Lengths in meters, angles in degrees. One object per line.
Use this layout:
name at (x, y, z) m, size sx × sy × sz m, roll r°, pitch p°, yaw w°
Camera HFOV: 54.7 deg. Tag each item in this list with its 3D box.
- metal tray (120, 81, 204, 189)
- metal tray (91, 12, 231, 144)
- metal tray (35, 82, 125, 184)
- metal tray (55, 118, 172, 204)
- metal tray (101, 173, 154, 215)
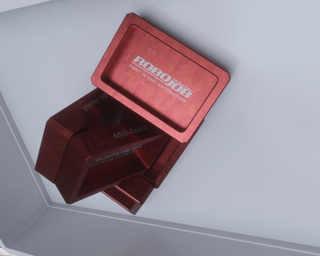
metal tray at (-0.011, 0.014, 0.416) m, size 0.090 × 0.030 × 0.129 m, roll 34°, pitch 129°, yaw 5°
metal tray at (0.000, -0.055, 0.346) m, size 0.130 × 0.030 × 0.090 m, roll 34°, pitch 103°, yaw 5°
metal tray at (-0.090, -0.001, 0.382) m, size 0.030 × 0.131 × 0.089 m, roll 35°, pitch 129°, yaw 6°
metal tray at (-0.050, 0.034, 0.369) m, size 0.030 × 0.131 × 0.089 m, roll 50°, pitch 132°, yaw 23°
metal tray at (-0.078, 0.075, 0.466) m, size 0.130 × 0.030 × 0.090 m, roll 34°, pitch 153°, yaw 5°
